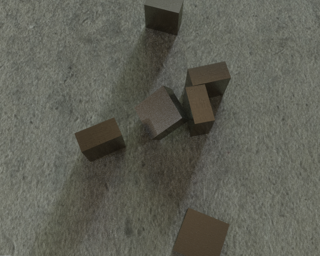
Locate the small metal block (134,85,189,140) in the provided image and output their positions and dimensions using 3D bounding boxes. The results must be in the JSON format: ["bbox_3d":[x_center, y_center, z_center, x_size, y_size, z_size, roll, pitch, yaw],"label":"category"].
[{"bbox_3d":[0.002,-0.019,0.403,0.050,0.025,0.050,-36,71,20],"label":"small metal block"}]

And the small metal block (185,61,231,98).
[{"bbox_3d":[0.063,-0.061,0.418,0.050,0.050,0.025,-13,71,-5],"label":"small metal block"}]

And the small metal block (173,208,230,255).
[{"bbox_3d":[0.047,0.128,0.362,0.050,0.025,0.050,21,71,7],"label":"small metal block"}]

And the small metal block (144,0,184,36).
[{"bbox_3d":[0.006,-0.168,0.456,0.050,0.050,0.025,16,71,5],"label":"small metal block"}]

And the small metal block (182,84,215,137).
[{"bbox_3d":[0.049,-0.022,0.403,0.025,0.050,0.050,-11,71,-4],"label":"small metal block"}]

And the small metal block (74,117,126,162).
[{"bbox_3d":[-0.073,0.016,0.388,0.050,0.050,0.025,-23,72,-8],"label":"small metal block"}]
